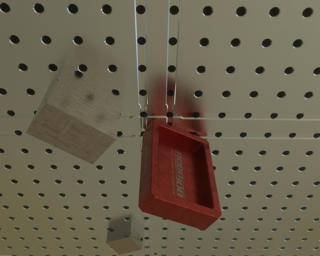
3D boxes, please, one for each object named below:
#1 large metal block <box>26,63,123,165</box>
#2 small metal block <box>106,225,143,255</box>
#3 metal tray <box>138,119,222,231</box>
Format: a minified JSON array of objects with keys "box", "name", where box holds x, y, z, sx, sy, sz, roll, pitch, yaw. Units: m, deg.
[{"box":[-0.094,-0.017,0.360,0.080,0.080,0.050,31,124,-24],"name":"large metal block"},{"box":[-0.067,0.215,0.594,0.050,0.025,0.050,-19,128,15],"name":"small metal block"},{"box":[0.023,0.053,0.388,0.091,0.130,0.030,22,127,-18],"name":"metal tray"}]
